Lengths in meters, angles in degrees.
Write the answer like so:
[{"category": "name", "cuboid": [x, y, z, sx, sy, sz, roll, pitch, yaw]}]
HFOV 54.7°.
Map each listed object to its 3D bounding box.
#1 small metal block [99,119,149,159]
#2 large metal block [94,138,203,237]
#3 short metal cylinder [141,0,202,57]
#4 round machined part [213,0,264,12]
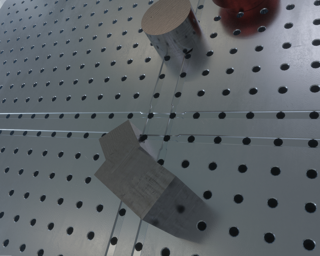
[{"category": "small metal block", "cuboid": [-0.049, 0.025, 0.419, 0.050, 0.025, 0.050, -33, 52, 6]}, {"category": "large metal block", "cuboid": [-0.011, 0.066, 0.338, 0.080, 0.080, 0.050, 32, 80, 38]}, {"category": "short metal cylinder", "cuboid": [0.018, -0.157, 0.479, 0.080, 0.050, 0.080, -13, 56, 21]}, {"category": "round machined part", "cuboid": [0.124, -0.214, 0.464, 0.098, 0.042, 0.098, -13, 56, 21]}]
